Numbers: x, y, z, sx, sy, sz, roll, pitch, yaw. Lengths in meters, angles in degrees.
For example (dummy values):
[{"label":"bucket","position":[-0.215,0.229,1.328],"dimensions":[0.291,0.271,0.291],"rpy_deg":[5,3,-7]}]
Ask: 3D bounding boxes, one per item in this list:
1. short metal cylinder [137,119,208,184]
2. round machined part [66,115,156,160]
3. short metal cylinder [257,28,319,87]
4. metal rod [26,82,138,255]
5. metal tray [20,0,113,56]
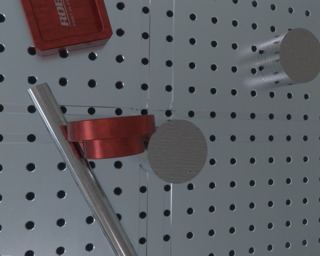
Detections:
[{"label":"short metal cylinder","position":[0.014,0.029,0.405],"dimensions":[0.081,0.050,0.080],"rpy_deg":[0,90,-20]},{"label":"round machined part","position":[-0.053,0.010,0.354],"dimensions":[0.099,0.098,0.042],"rpy_deg":[-6,92,-20]},{"label":"short metal cylinder","position":[0.197,-0.105,0.471],"dimensions":[0.081,0.050,0.080],"rpy_deg":[0,90,-20]},{"label":"metal rod","position":[-0.080,0.086,0.383],"dimensions":[0.025,0.025,0.299],"rpy_deg":[-28,100,-18]},{"label":"metal tray","position":[-0.118,-0.159,0.365],"dimensions":[0.091,0.030,0.129],"rpy_deg":[-17,96,-19]}]
